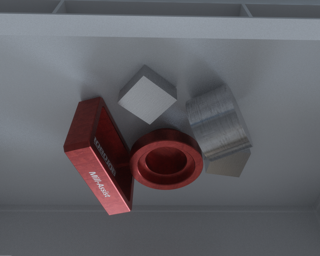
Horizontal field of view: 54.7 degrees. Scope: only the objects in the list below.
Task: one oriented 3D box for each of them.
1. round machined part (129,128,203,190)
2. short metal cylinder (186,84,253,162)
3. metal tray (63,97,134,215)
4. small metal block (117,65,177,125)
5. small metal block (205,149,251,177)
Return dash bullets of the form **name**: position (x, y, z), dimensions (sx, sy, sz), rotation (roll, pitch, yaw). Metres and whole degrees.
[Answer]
- **round machined part**: position (0.008, 0.038, 0.427), dimensions (0.099, 0.042, 0.097), rotation (-1, 130, 0)
- **short metal cylinder**: position (0.071, -0.006, 0.367), dimensions (0.050, 0.080, 0.080), rotation (-23, 127, 18)
- **metal tray**: position (-0.069, 0.037, 0.395), dimensions (0.030, 0.090, 0.129), rotation (-13, 129, 11)
- **small metal block**: position (-0.015, -0.039, 0.373), dimensions (0.050, 0.025, 0.050), rotation (34, 123, -24)
- **small metal block**: position (0.095, 0.042, 0.444), dimensions (0.050, 0.025, 0.050), rotation (8, 129, -6)
